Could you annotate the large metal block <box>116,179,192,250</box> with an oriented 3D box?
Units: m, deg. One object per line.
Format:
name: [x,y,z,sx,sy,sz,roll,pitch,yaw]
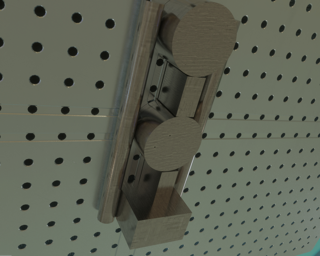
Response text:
large metal block: [-0.014,0.117,0.440,0.081,0.080,0.050,1,118,-29]

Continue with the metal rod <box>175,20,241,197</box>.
metal rod: [0.050,-0.002,0.436,0.025,0.025,0.298,1,118,-29]

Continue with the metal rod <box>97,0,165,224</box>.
metal rod: [-0.042,-0.001,0.386,0.025,0.025,0.298,1,118,-29]

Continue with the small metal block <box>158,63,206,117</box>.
small metal block: [0.025,-0.047,0.378,0.025,0.050,0.050,1,118,-29]

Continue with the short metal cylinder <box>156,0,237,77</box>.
short metal cylinder: [0.038,-0.104,0.351,0.081,0.050,0.079,-14,124,-21]

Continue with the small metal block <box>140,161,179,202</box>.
small metal block: [-0.003,0.067,0.434,0.025,0.050,0.050,0,118,-29]

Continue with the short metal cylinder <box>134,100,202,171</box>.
short metal cylinder: [0.007,0.009,0.404,0.081,0.050,0.079,-14,124,-21]
